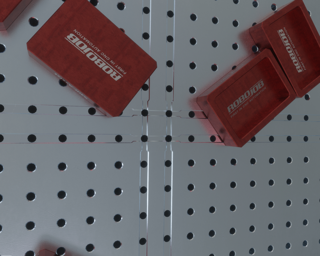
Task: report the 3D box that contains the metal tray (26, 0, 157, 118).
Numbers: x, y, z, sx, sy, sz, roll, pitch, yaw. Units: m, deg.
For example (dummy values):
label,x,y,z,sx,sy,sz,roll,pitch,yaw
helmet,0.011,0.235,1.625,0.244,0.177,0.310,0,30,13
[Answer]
label,x,y,z,sx,sy,sz,roll,pitch,yaw
metal tray,-0.080,-0.085,0.380,0.130,0.030,0.090,40,77,-16

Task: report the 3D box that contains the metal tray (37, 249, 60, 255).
label,x,y,z,sx,sy,sz,roll,pitch,yaw
metal tray,-0.105,0.215,0.371,0.130,0.030,0.090,31,80,-18

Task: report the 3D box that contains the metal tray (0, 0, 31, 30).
label,x,y,z,sx,sy,sz,roll,pitch,yaw
metal tray,-0.201,-0.184,0.335,0.130,0.030,0.090,37,78,-16

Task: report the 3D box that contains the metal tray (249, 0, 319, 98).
label,x,y,z,sx,sy,sz,roll,pitch,yaw
metal tray,0.209,-0.122,0.485,0.090,0.030,0.130,-36,102,-16

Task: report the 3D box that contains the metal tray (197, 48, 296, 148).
label,x,y,z,sx,sy,sz,roll,pitch,yaw
metal tray,0.130,-0.044,0.457,0.130,0.030,0.090,-39,103,-16
